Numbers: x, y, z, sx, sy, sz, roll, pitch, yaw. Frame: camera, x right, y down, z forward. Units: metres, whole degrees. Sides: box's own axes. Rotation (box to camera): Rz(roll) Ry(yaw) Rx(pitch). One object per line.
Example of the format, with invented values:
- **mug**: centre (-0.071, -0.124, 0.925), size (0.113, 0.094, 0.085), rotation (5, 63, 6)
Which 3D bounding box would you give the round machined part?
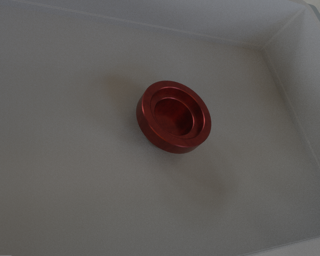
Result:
- **round machined part**: centre (0.014, -0.010, 0.406), size (0.099, 0.042, 0.098), rotation (14, 56, -21)
